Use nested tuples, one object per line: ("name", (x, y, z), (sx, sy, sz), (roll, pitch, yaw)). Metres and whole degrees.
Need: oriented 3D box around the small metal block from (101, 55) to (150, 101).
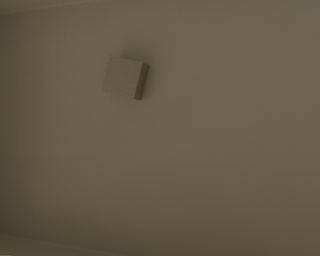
("small metal block", (-0.047, -0.069, 0.426), (0.050, 0.025, 0.050), (16, 95, 19))
